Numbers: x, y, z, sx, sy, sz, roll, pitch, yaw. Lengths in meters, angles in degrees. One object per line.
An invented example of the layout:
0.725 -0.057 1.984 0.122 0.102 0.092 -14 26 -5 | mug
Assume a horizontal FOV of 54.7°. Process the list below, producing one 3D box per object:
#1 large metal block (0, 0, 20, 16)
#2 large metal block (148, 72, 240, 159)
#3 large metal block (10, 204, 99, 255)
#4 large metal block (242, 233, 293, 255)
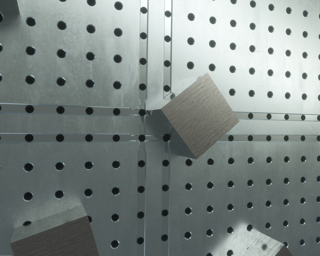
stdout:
-0.204 -0.162 0.324 0.081 0.050 0.080 -18 96 -20 | large metal block
0.045 -0.016 0.417 0.080 0.050 0.080 -39 103 -16 | large metal block
-0.116 0.146 0.357 0.081 0.050 0.080 -16 96 -20 | large metal block
0.163 0.221 0.462 0.080 0.050 0.080 -41 103 -16 | large metal block
